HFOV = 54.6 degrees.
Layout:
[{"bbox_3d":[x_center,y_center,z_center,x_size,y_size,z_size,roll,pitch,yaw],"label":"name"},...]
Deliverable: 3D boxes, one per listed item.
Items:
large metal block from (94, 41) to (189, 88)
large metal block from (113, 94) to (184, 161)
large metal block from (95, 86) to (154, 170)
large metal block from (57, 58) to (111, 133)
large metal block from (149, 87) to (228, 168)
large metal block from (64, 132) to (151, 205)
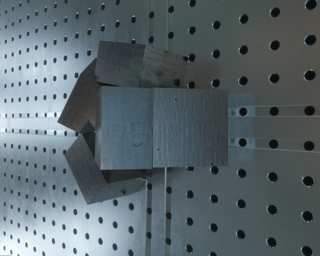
[{"bbox_3d":[-0.024,-0.075,0.394,0.080,0.081,0.050,17,101,39],"label":"large metal block"},{"bbox_3d":[-0.016,-0.002,0.407,0.080,0.050,0.080,1,91,40],"label":"large metal block"},{"bbox_3d":[-0.042,0.000,0.338,0.080,0.050,0.080,-179,91,-74],"label":"large metal block"},{"bbox_3d":[-0.096,-0.045,0.446,0.050,0.080,0.080,29,116,-11],"label":"large metal block"},{"bbox_3d":[0.027,0.000,0.341,0.050,0.081,0.080,179,92,-77],"label":"large metal block"},{"bbox_3d":[-0.073,0.052,0.433,0.050,0.081,0.080,-47,63,29],"label":"large metal block"}]
